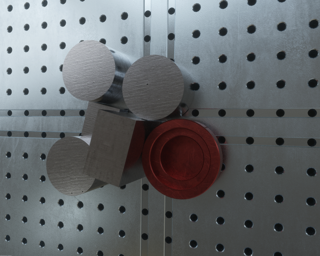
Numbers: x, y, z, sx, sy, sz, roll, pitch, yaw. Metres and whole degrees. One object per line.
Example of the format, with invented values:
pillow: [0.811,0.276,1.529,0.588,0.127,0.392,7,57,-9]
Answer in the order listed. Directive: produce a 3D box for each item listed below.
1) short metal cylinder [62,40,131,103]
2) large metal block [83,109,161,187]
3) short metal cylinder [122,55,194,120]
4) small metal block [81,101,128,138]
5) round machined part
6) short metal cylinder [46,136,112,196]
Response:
short metal cylinder: [-0.086,-0.076,0.429,0.080,0.050,0.080,0,90,20]
large metal block: [-0.046,0.023,0.396,0.050,0.080,0.080,17,96,19]
short metal cylinder: [-0.001,-0.049,0.399,0.080,0.050,0.080,0,90,20]
small metal block: [-0.079,-0.008,0.440,0.050,0.025,0.050,16,95,19]
round machined part: [0.030,0.037,0.393,0.098,0.042,0.097,0,90,20]
short metal cylinder: [-0.111,0.051,0.438,0.080,0.050,0.080,0,90,20]
